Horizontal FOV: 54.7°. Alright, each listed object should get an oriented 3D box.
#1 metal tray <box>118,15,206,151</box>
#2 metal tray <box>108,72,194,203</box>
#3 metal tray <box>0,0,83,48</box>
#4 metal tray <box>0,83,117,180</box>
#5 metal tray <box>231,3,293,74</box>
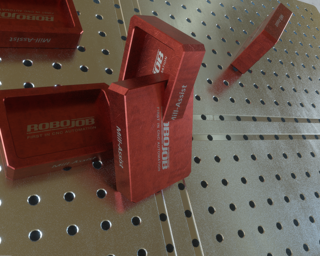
[{"bbox_3d":[-0.008,-0.049,0.349,0.030,0.129,0.090,-13,42,-39],"label":"metal tray"},{"bbox_3d":[-0.006,0.008,0.343,0.091,0.129,0.030,-20,30,-36],"label":"metal tray"},{"bbox_3d":[-0.176,-0.149,0.400,0.131,0.030,0.090,-8,66,-32],"label":"metal tray"},{"bbox_3d":[-0.109,-0.002,0.348,0.131,0.030,0.090,-10,67,-33],"label":"metal tray"},{"bbox_3d":[0.188,-0.166,0.571,0.030,0.090,0.131,39,51,-2],"label":"metal tray"}]
